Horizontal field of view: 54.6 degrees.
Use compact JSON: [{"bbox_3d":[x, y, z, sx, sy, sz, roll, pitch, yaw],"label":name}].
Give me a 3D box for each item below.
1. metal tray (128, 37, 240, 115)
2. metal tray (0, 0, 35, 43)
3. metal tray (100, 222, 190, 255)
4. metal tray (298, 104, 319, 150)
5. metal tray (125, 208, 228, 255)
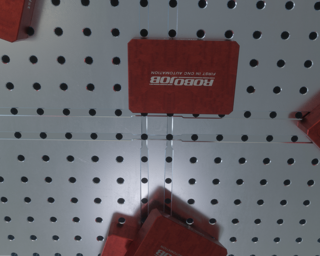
[{"bbox_3d":[0.027,-0.065,0.387,0.131,0.030,0.089,1,110,-1],"label":"metal tray"},{"bbox_3d":[-0.186,-0.173,0.346,0.090,0.030,0.129,19,109,-7],"label":"metal tray"},{"bbox_3d":[-0.027,0.208,0.487,0.131,0.030,0.089,18,109,-7],"label":"metal tray"},{"bbox_3d":[0.264,0.012,0.416,0.130,0.030,0.090,42,105,-14],"label":"metal tray"},{"bbox_3d":[0.024,0.188,0.458,0.130,0.030,0.090,32,86,-17],"label":"metal tray"}]
